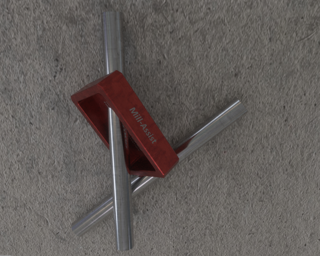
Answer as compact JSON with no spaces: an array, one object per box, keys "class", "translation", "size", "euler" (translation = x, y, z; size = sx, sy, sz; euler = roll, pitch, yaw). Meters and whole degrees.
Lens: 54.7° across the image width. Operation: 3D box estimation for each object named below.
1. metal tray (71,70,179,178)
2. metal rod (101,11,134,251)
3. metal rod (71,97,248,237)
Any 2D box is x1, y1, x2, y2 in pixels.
[{"class":"metal tray","translation":[-0.044,0.001,0.376],"size":[0.030,0.090,0.130],"euler":[-44,110,-30]},{"class":"metal rod","translation":[-0.052,0.012,0.389],"size":[0.025,0.025,0.298],"euler":[-2,101,0]},{"class":"metal rod","translation":[-0.009,0.061,0.431],"size":[0.300,0.025,0.025],"euler":[-38,106,12]}]
